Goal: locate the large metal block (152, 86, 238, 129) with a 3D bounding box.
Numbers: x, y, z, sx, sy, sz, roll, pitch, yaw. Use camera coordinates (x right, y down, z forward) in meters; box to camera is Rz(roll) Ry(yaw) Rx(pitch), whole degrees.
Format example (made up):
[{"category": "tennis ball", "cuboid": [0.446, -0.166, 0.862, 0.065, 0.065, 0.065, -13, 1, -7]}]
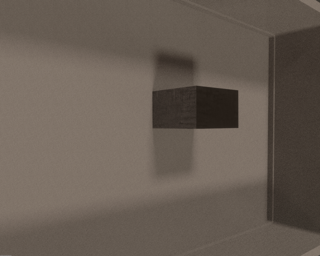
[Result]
[{"category": "large metal block", "cuboid": [0.047, -0.025, 0.412, 0.081, 0.080, 0.050, -1, 91, -40]}]
